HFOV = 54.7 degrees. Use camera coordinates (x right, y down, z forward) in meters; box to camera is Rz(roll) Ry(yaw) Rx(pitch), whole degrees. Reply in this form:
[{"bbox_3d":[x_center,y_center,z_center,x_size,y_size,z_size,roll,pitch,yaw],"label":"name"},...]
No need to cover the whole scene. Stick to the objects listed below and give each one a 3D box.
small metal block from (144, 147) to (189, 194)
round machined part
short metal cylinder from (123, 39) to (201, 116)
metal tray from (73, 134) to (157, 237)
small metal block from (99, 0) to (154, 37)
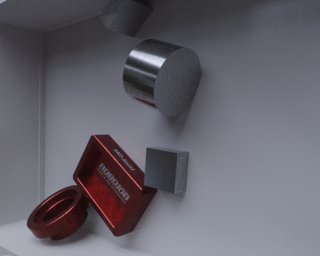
[{"bbox_3d":[0.008,0.052,0.398,0.050,0.025,0.050,7,94,39],"label":"small metal block"},{"bbox_3d":[-0.156,0.139,0.496,0.098,0.098,0.042,-9,116,39],"label":"round machined part"},{"bbox_3d":[0.003,-0.060,0.366,0.050,0.081,0.079,27,107,36],"label":"short metal cylinder"},{"bbox_3d":[-0.072,0.081,0.460,0.130,0.030,0.089,43,115,31],"label":"metal tray"},{"bbox_3d":[-0.046,-0.158,0.426,0.050,0.050,0.025,-46,63,30],"label":"small metal block"}]
